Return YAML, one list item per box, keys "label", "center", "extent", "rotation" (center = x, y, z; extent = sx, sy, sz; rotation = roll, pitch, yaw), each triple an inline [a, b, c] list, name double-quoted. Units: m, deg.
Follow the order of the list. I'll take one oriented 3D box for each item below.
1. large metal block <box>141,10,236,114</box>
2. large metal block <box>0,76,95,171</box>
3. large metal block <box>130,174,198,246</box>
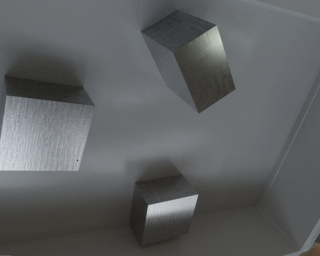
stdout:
- label: "large metal block"
  center: [0.031, -0.075, 0.345]
  extent: [0.050, 0.080, 0.080]
  rotation: [-34, 129, -6]
- label: "large metal block"
  center: [-0.123, -0.002, 0.325]
  extent: [0.081, 0.050, 0.079]
  rotation: [5, 116, -31]
- label: "large metal block"
  center: [0.004, 0.124, 0.473]
  extent: [0.081, 0.050, 0.079]
  rotation: [-6, 121, -26]
